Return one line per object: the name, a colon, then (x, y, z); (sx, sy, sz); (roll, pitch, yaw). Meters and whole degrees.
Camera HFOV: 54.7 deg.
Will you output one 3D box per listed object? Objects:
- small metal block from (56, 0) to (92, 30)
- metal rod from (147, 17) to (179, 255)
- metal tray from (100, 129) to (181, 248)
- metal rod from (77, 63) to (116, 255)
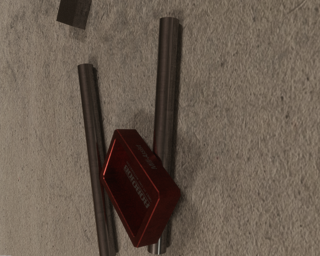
small metal block: (-0.145, -0.198, 0.522); (0.050, 0.025, 0.050); (28, 107, 36)
metal rod: (0.004, 0.012, 0.399); (0.025, 0.025, 0.298); (5, 93, 39)
metal tray: (-0.032, 0.072, 0.398); (0.130, 0.030, 0.089); (50, 128, 43)
metal rod: (-0.100, 0.046, 0.484); (0.025, 0.025, 0.298); (-14, 81, 39)
